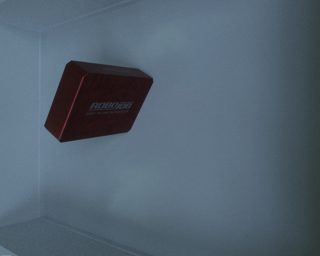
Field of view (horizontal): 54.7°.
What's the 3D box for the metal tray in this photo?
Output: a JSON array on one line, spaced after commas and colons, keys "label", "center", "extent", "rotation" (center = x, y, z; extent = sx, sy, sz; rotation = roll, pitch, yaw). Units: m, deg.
[{"label": "metal tray", "center": [-0.072, -0.033, 0.393], "extent": [0.030, 0.131, 0.089], "rotation": [37, 113, 24]}]
